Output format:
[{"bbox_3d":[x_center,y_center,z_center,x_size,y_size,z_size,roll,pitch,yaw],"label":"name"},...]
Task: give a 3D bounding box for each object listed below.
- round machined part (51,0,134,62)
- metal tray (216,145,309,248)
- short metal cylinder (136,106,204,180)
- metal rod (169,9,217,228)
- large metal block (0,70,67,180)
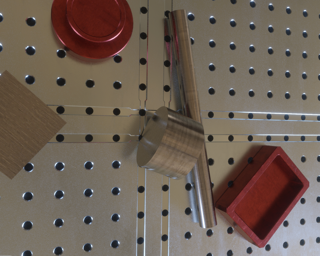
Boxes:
[{"bbox_3d":[-0.079,-0.133,0.375,0.099,0.042,0.097,0,90,-21],"label":"round machined part"},{"bbox_3d":[0.158,0.101,0.470,0.130,0.030,0.090,-46,105,-14],"label":"metal tray"},{"bbox_3d":[0.011,0.019,0.389,0.050,0.080,0.080,24,82,-19],"label":"short metal cylinder"},{"bbox_3d":[0.046,-0.010,0.430,0.025,0.025,0.298,-10,94,-20],"label":"metal rod"},{"bbox_3d":[-0.163,-0.003,0.339,0.080,0.050,0.080,44,76,-15],"label":"large metal block"}]
